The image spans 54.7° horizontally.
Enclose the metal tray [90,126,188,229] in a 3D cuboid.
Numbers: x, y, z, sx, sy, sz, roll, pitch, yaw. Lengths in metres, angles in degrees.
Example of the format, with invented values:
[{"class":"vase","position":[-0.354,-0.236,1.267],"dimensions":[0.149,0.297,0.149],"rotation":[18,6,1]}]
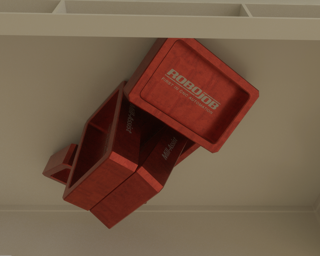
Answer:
[{"class":"metal tray","position":[-0.018,0.048,0.363],"dimensions":[0.030,0.131,0.090],"rotation":[45,119,-5]}]

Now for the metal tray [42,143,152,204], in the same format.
[{"class":"metal tray","position":[-0.089,0.073,0.442],"dimensions":[0.130,0.030,0.090],"rotation":[32,147,-25]}]

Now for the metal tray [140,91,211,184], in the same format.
[{"class":"metal tray","position":[-0.006,0.016,0.417],"dimensions":[0.090,0.030,0.129],"rotation":[32,123,-25]}]

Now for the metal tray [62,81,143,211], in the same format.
[{"class":"metal tray","position":[-0.060,0.015,0.349],"dimensions":[0.030,0.130,0.090],"rotation":[33,123,-24]}]

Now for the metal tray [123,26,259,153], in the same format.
[{"class":"metal tray","position":[0.037,-0.040,0.348],"dimensions":[0.131,0.030,0.090],"rotation":[32,98,-24]}]
